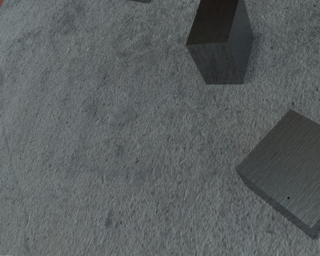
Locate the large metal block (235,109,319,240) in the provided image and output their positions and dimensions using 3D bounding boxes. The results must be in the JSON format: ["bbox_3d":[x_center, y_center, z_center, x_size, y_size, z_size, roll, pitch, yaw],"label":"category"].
[{"bbox_3d":[0.134,0.042,0.292,0.080,0.050,0.080,-46,51,-4],"label":"large metal block"}]

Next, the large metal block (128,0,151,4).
[{"bbox_3d":[-0.038,-0.288,0.584,0.080,0.050,0.080,26,76,37],"label":"large metal block"}]

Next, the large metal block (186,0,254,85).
[{"bbox_3d":[0.080,-0.111,0.395,0.050,0.080,0.080,4,64,30],"label":"large metal block"}]
